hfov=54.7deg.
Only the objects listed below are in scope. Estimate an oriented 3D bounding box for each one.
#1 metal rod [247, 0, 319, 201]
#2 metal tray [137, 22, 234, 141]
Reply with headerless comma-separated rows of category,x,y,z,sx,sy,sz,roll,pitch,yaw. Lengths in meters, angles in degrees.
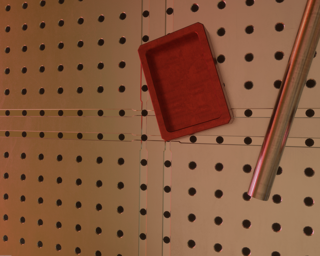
metal rod,0.156,-0.061,0.357,0.025,0.025,0.298,17,96,19
metal tray,0.032,-0.056,0.397,0.090,0.030,0.129,-17,84,18
